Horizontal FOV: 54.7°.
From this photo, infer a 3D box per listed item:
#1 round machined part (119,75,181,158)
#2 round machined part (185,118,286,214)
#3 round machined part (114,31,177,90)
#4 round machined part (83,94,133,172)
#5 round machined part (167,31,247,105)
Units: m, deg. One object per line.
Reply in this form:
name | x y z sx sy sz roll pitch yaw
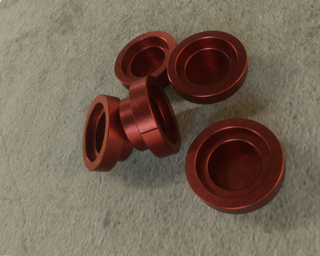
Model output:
round machined part | -0.014 -0.010 0.369 0.042 0.098 0.098 -20 54 16
round machined part | 0.080 0.042 0.325 0.098 0.042 0.098 -13 56 20
round machined part | -0.014 -0.091 0.455 0.098 0.042 0.098 -13 56 20
round machined part | -0.064 0.008 0.400 0.098 0.042 0.098 -24 62 56
round machined part | 0.062 -0.073 0.397 0.098 0.042 0.098 -7 64 15
